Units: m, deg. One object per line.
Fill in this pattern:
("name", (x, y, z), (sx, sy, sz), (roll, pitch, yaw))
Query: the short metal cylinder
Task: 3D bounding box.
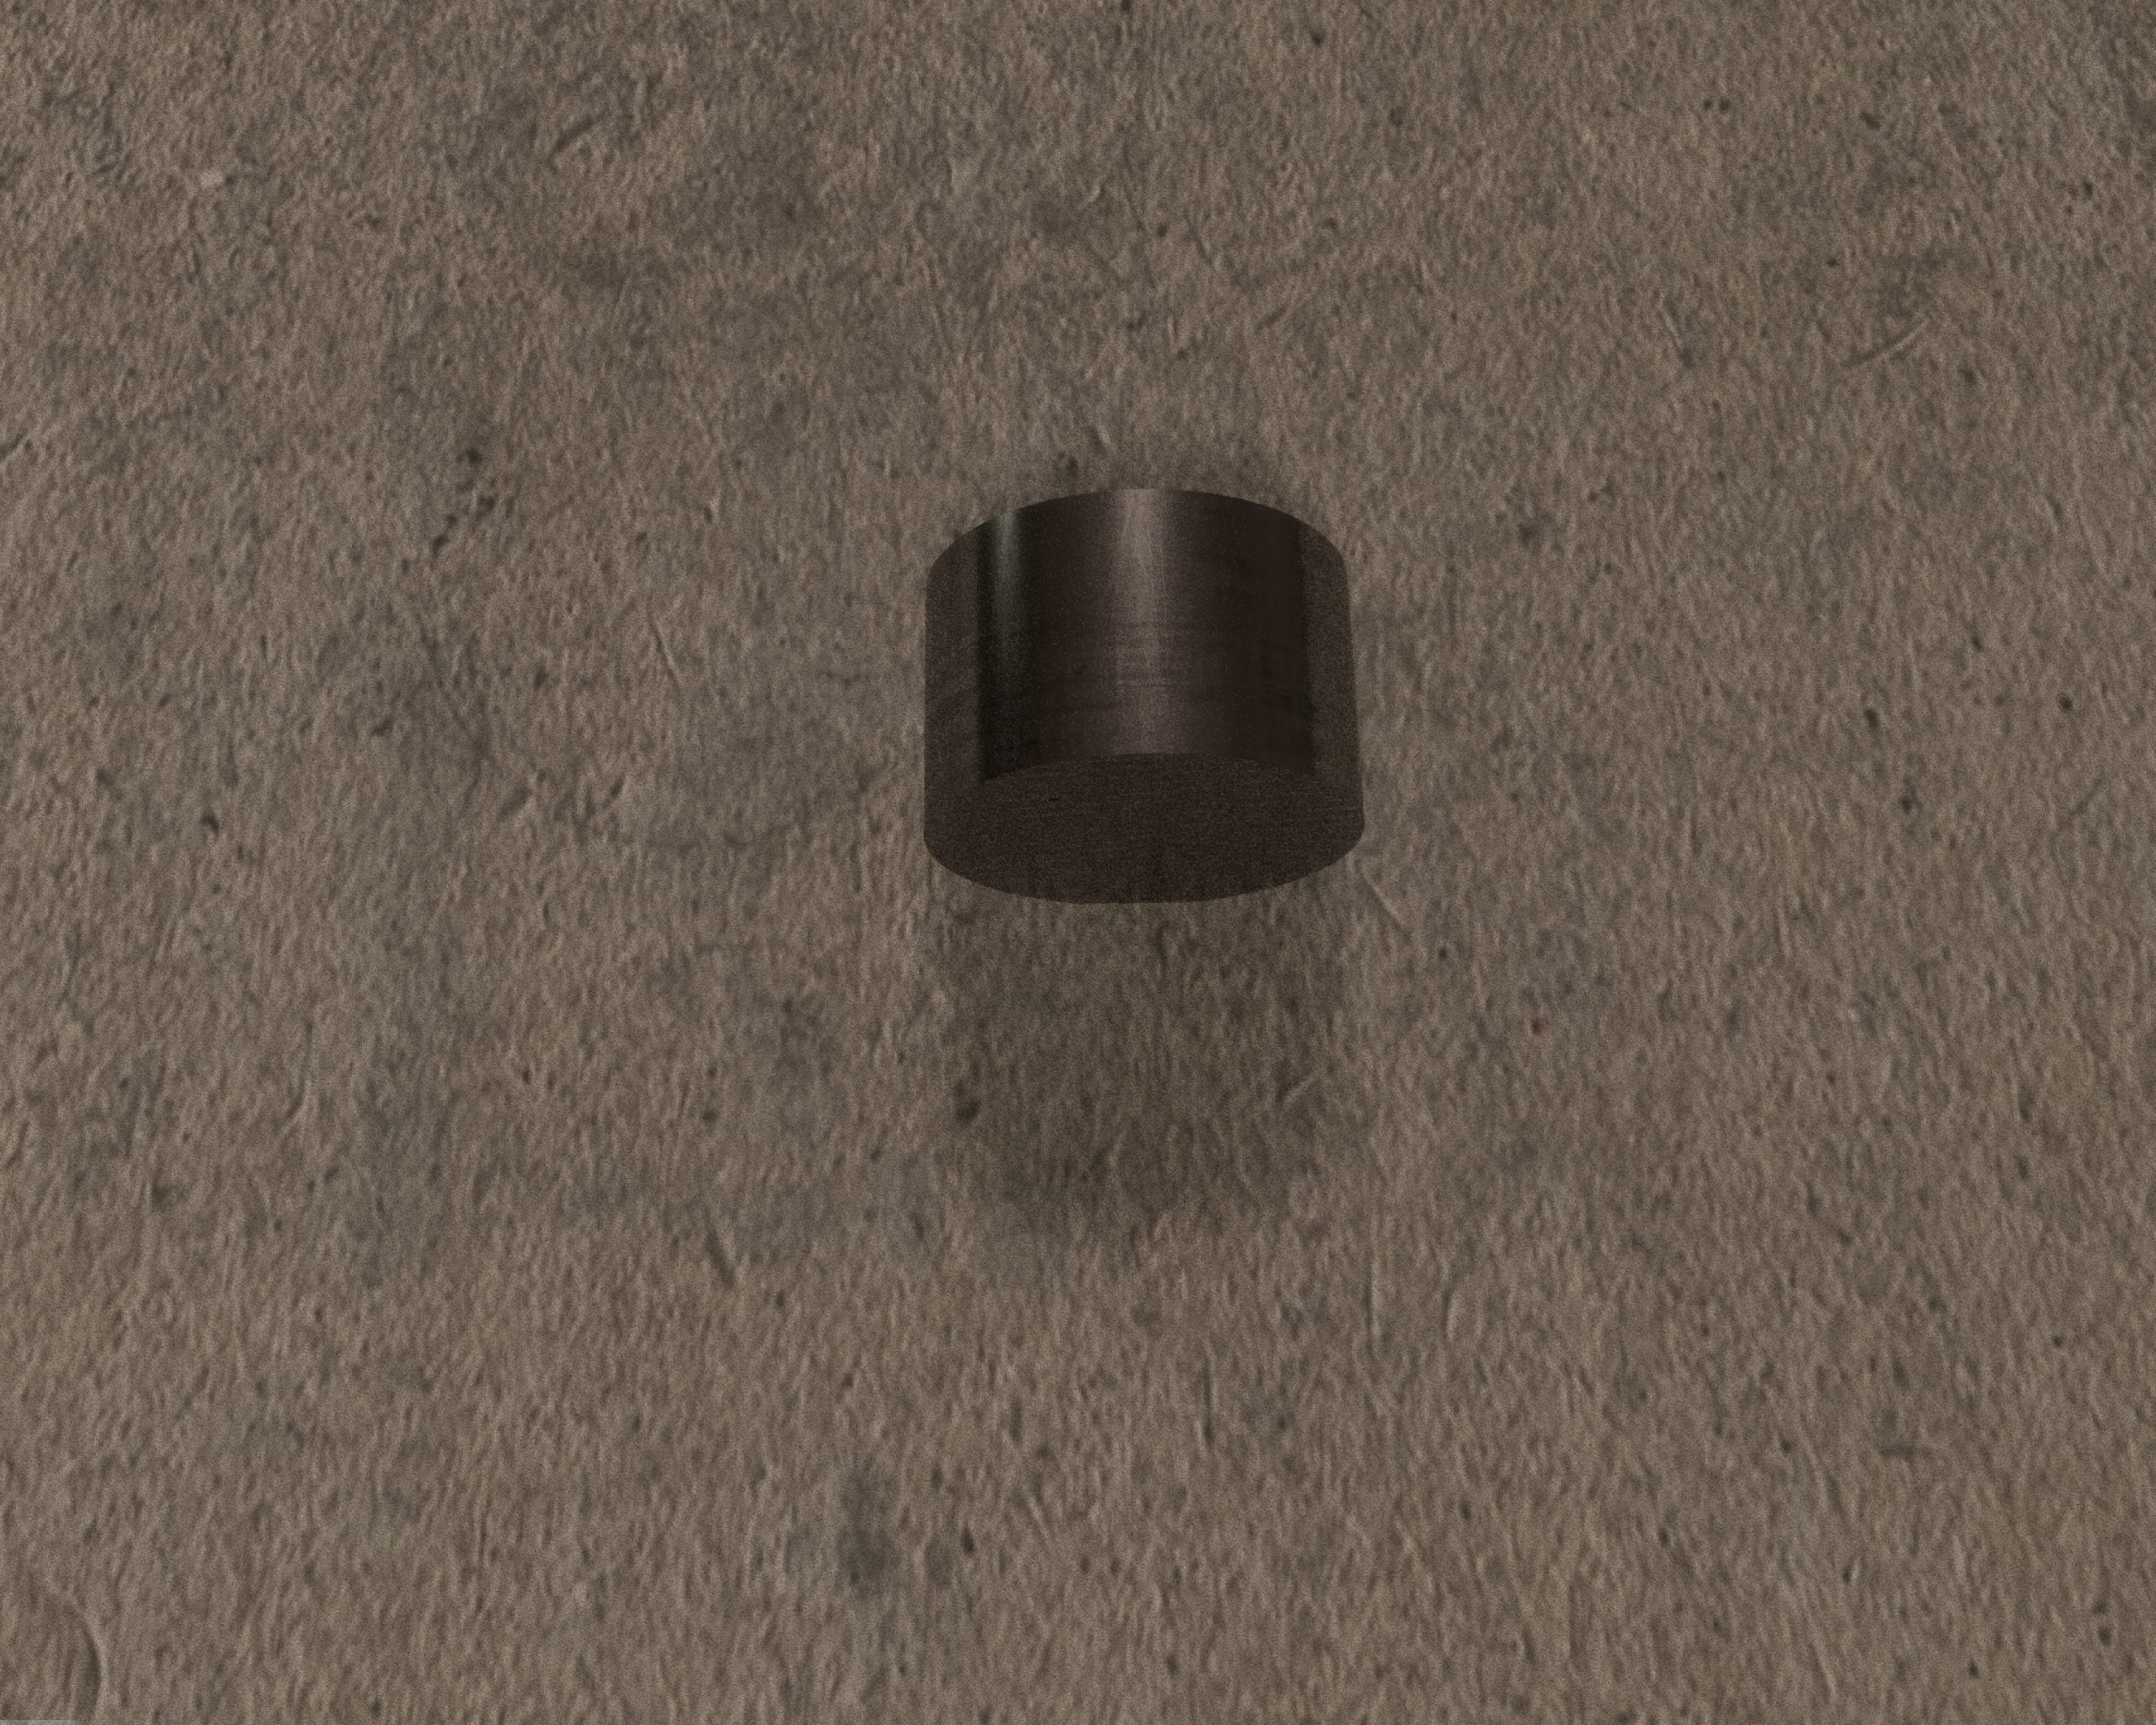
("short metal cylinder", (0.012, -0.028, 0.391), (0.081, 0.080, 0.050), (-1, 70, -1))
